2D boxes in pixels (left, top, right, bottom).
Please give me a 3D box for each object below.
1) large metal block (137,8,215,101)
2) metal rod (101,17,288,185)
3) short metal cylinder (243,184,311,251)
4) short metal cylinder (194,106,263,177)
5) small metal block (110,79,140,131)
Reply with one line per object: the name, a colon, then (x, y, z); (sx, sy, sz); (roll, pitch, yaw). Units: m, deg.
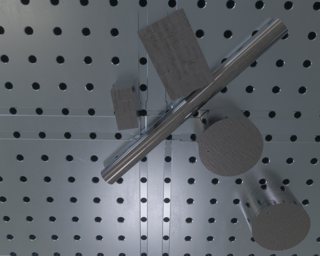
large metal block: (0.017, -0.086, 0.353); (0.050, 0.080, 0.080); (-25, 108, 9)
metal rod: (0.035, -0.027, 0.403); (0.300, 0.025, 0.025); (-41, 105, 13)
short metal cylinder: (0.166, 0.128, 0.449); (0.081, 0.050, 0.079); (0, 110, 0)
short metal cylinder: (0.088, 0.016, 0.407); (0.081, 0.050, 0.079); (0, 110, 0)
small metal block: (-0.042, -0.030, 0.389); (0.025, 0.050, 0.050); (-8, 110, 3)
